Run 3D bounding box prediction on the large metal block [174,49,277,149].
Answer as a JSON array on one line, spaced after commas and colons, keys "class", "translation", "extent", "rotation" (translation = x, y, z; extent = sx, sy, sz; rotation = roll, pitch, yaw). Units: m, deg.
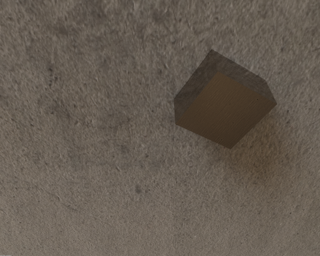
[{"class": "large metal block", "translation": [0.072, -0.031, 0.364], "extent": [0.080, 0.050, 0.080], "rotation": [24, 126, -19]}]
